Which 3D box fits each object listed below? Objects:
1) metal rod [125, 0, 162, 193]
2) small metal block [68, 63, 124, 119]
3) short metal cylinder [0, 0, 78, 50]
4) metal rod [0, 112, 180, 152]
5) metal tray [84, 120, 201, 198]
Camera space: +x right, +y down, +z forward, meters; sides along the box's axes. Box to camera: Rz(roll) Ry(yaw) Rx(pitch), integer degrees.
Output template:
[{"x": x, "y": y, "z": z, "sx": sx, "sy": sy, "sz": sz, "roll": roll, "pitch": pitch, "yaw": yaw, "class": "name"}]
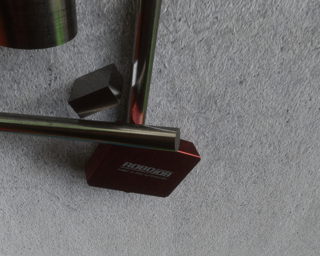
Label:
[{"x": -0.029, "y": -0.021, "z": 0.388, "sx": 0.025, "sy": 0.025, "sz": 0.298, "roll": 6, "pitch": 130, "yaw": -5, "class": "metal rod"}, {"x": -0.071, "y": -0.043, "z": 0.353, "sx": 0.050, "sy": 0.050, "sz": 0.025, "roll": -19, "pitch": 128, "yaw": 15, "class": "small metal block"}, {"x": -0.116, "y": -0.111, "z": 0.275, "sx": 0.081, "sy": 0.080, "sz": 0.050, "roll": 5, "pitch": 130, "yaw": -4, "class": "short metal cylinder"}, {"x": -0.127, "y": -0.001, "z": 0.356, "sx": 0.301, "sy": 0.025, "sz": 0.025, "roll": 5, "pitch": 132, "yaw": 15, "class": "metal rod"}, {"x": -0.022, "y": 0.047, "z": 0.415, "sx": 0.131, "sy": 0.030, "sz": 0.090, "roll": 18, "pitch": 122, "yaw": -34, "class": "metal tray"}]
